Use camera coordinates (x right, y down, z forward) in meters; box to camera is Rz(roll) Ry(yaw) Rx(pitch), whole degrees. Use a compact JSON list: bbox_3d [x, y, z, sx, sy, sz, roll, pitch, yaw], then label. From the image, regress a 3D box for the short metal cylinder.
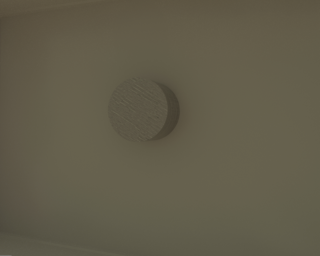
[{"bbox_3d":[-0.020,-0.023,0.405,0.080,0.050,0.080,0,90,20],"label":"short metal cylinder"}]
